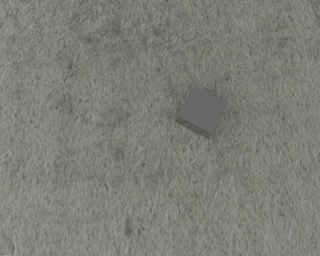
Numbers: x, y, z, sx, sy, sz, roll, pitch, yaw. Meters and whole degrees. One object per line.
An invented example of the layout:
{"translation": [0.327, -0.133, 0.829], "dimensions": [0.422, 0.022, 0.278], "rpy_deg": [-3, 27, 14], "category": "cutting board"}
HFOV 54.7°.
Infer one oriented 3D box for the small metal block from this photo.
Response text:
{"translation": [0.056, -0.021, 0.416], "dimensions": [0.050, 0.025, 0.050], "rpy_deg": [28, 72, 9], "category": "small metal block"}
